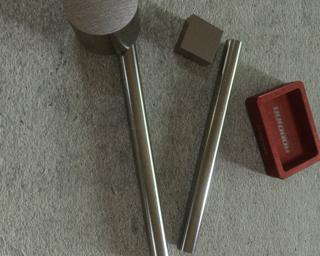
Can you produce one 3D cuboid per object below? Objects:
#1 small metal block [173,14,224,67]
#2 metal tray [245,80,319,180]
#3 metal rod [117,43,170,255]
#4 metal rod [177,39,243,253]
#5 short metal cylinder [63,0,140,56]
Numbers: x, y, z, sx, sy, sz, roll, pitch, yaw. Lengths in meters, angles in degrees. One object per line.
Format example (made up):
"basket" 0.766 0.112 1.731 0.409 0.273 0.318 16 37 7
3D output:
"small metal block" 0.053 -0.120 0.428 0.050 0.025 0.050 23 82 -19
"metal tray" 0.193 0.002 0.477 0.091 0.030 0.129 -21 97 -19
"metal rod" -0.022 0.031 0.400 0.025 0.025 0.298 -10 94 -20
"metal rod" 0.071 0.021 0.435 0.025 0.025 0.299 16 85 -20
"short metal cylinder" -0.064 -0.131 0.357 0.081 0.050 0.080 0 78 -1
